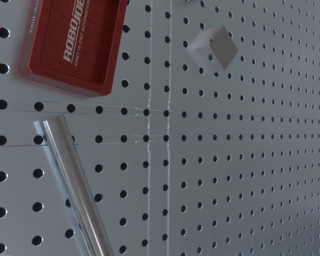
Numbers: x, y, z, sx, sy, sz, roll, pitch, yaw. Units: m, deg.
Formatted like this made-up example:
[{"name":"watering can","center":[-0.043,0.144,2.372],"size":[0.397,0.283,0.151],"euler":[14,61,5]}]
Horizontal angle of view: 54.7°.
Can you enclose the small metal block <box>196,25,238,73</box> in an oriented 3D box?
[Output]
[{"name":"small metal block","center":[0.091,-0.123,0.486],"size":[0.050,0.025,0.050],"euler":[50,61,-29]}]

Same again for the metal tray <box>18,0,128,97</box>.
[{"name":"metal tray","center":[-0.088,-0.106,0.332],"size":[0.091,0.030,0.129],"euler":[15,81,-39]}]

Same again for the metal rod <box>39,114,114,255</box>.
[{"name":"metal rod","center":[-0.071,0.129,0.350],"size":[0.025,0.025,0.298],"euler":[-26,107,-37]}]
